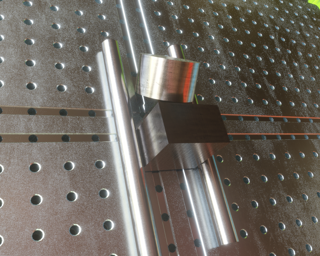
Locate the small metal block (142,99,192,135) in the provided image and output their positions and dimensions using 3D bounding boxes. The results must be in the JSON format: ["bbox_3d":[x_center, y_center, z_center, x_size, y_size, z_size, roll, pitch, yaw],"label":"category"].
[{"bbox_3d":[0.011,-0.013,0.406,0.050,0.050,0.025,2,61,-28],"label":"small metal block"}]

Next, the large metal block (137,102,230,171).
[{"bbox_3d":[0.022,0.013,0.374,0.081,0.080,0.050,1,62,-28],"label":"large metal block"}]

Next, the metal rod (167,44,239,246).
[{"bbox_3d":[0.053,0.006,0.432,0.025,0.025,0.299,2,61,-27],"label":"metal rod"}]

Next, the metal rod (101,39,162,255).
[{"bbox_3d":[-0.039,0.013,0.378,0.025,0.025,0.299,1,61,-28],"label":"metal rod"}]

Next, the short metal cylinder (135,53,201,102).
[{"bbox_3d":[0.010,-0.068,0.411,0.081,0.050,0.080,9,15,-2],"label":"short metal cylinder"}]
